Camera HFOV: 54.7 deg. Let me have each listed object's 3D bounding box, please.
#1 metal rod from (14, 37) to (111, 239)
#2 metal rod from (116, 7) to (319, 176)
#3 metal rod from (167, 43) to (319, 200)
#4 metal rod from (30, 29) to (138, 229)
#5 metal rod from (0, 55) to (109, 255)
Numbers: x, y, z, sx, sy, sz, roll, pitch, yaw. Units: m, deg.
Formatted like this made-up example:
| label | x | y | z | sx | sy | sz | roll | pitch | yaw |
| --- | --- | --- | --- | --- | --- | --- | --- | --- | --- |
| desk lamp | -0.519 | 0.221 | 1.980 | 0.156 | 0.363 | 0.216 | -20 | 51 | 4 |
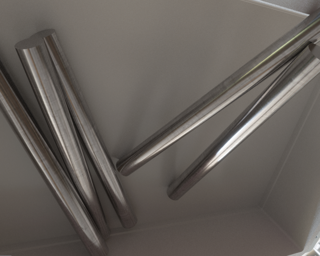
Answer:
| label | x | y | z | sx | sy | sz | roll | pitch | yaw |
| --- | --- | --- | --- | --- | --- | --- | --- | --- | --- |
| metal rod | -0.100 | 0.041 | 0.364 | 0.025 | 0.025 | 0.298 | -21 | 131 | -16 |
| metal rod | 0.054 | -0.024 | 0.343 | 0.025 | 0.025 | 0.299 | 26 | 129 | -37 |
| metal rod | 0.081 | 0.019 | 0.378 | 0.025 | 0.025 | 0.298 | 0 | 146 | -29 |
| metal rod | -0.079 | 0.027 | 0.381 | 0.025 | 0.025 | 0.298 | -25 | 128 | -13 |
| metal rod | -0.122 | 0.049 | 0.350 | 0.025 | 0.025 | 0.298 | -26 | 121 | -13 |
